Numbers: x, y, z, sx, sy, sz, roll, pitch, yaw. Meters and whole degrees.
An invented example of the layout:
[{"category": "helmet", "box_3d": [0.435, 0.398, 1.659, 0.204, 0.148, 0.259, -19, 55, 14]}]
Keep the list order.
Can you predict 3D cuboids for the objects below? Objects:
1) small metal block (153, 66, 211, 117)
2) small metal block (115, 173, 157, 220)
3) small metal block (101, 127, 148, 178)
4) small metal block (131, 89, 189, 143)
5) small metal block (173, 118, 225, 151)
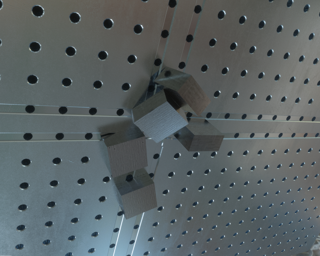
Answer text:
[{"category": "small metal block", "box_3d": [0.027, -0.045, 0.381, 0.025, 0.050, 0.050, -51, 130, -6]}, {"category": "small metal block", "box_3d": [-0.034, 0.100, 0.456, 0.050, 0.025, 0.050, -18, 126, -18]}, {"category": "small metal block", "box_3d": [-0.046, 0.032, 0.407, 0.050, 0.025, 0.050, -16, 125, -20]}, {"category": "small metal block", "box_3d": [0.000, -0.014, 0.395, 0.050, 0.025, 0.050, -32, 132, 17]}, {"category": "small metal block", "box_3d": [0.052, 0.008, 0.431, 0.050, 0.050, 0.025, 2, 118, -30]}]
